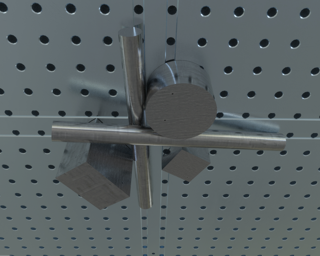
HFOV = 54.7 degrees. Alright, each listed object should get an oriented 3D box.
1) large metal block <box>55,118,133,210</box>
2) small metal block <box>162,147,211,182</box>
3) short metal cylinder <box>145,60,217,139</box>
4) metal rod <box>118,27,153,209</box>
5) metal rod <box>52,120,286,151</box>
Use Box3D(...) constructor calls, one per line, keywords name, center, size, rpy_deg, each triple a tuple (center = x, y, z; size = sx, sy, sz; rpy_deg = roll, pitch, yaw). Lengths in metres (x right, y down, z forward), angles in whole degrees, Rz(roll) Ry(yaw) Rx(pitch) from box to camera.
Box3D(name="large metal block", center=(-0.082, 0.048, 0.414), size=(0.050, 0.080, 0.080), rpy_deg=(-28, 125, 21))
Box3D(name="small metal block", center=(0.037, 0.047, 0.454), size=(0.050, 0.025, 0.050), rpy_deg=(26, 125, -21))
Box3D(name="short metal cylinder", center=(0.024, -0.033, 0.368), size=(0.081, 0.050, 0.079), rpy_deg=(0, 130, 0))
Box3D(name="metal rod", center=(-0.028, 0.012, 0.422), size=(0.025, 0.025, 0.298), rpy_deg=(-1, 130, 1))
Box3D(name="metal rod", center=(0.021, 0.012, 0.397), size=(0.302, 0.025, 0.025), rpy_deg=(3, 131, -13))
